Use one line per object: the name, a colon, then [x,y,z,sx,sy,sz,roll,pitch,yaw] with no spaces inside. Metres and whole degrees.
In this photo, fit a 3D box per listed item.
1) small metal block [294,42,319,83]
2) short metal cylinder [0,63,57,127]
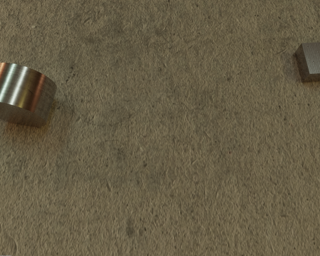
small metal block: [0.228,-0.095,0.445,0.050,0.025,0.050,-4,70,-2]
short metal cylinder: [-0.178,-0.039,0.392,0.080,0.080,0.050,9,71,3]
